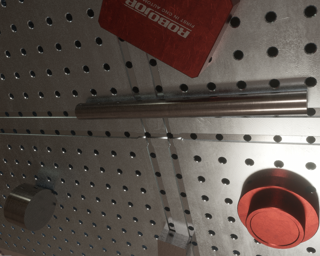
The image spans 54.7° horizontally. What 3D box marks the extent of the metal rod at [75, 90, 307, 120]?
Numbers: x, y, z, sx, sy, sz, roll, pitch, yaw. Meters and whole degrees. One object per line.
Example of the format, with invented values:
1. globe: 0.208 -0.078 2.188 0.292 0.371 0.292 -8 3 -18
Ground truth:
1. metal rod: 0.017 -0.025 0.385 0.300 0.025 0.025 0 118 28

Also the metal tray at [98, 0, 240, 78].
1. metal tray: 0.004 -0.123 0.328 0.130 0.030 0.089 31 128 7

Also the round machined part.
1. round machined part: 0.147 0.113 0.392 0.098 0.042 0.097 13 124 20

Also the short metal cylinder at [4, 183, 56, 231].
1. short metal cylinder: -0.249 0.152 0.598 0.050 0.080 0.079 10 123 22

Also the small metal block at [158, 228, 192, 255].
1. small metal block: 0.024 0.203 0.523 0.050 0.025 0.050 13 124 21
